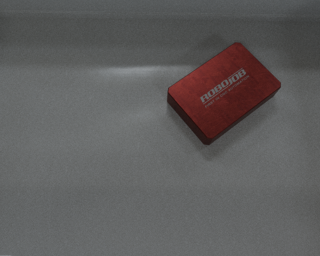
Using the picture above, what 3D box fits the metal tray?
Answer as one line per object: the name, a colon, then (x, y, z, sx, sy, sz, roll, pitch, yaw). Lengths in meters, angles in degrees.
metal tray: (0.086, -0.049, 0.426, 0.131, 0.030, 0.090, -36, 74, -13)
